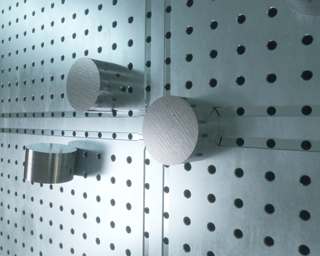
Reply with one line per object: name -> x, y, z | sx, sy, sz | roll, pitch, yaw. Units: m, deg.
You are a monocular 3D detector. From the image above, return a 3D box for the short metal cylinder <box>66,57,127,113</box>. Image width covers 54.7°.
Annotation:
short metal cylinder -> -0.097, -0.063, 0.471 | 0.080, 0.050, 0.079 | 0, 90, 39

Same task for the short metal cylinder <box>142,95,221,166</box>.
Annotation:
short metal cylinder -> 0.025, 0.003, 0.371 | 0.080, 0.050, 0.079 | 0, 90, 39

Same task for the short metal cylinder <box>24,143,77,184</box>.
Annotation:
short metal cylinder -> -0.184, 0.058, 0.522 | 0.080, 0.081, 0.050 | 12, 98, 39

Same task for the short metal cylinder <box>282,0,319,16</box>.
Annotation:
short metal cylinder -> 0.140, -0.148, 0.277 | 0.080, 0.050, 0.079 | 0, 90, 39
